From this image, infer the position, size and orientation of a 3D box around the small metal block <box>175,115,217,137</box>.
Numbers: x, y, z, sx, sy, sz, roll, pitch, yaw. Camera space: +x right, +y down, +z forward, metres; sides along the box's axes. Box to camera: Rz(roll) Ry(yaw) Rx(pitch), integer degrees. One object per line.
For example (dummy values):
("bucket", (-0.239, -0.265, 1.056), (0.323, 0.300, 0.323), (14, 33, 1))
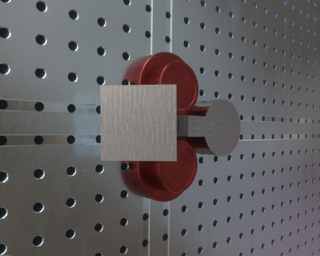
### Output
("small metal block", (0.036, -0.002, 0.394), (0.050, 0.050, 0.025), (2, 89, -40))

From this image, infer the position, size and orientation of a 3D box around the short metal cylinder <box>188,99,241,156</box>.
("short metal cylinder", (0.073, -0.001, 0.452), (0.081, 0.050, 0.080), (0, 90, -40))

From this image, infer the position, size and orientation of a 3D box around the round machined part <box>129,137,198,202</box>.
("round machined part", (0.011, 0.048, 0.408), (0.099, 0.042, 0.097), (0, 90, -40))

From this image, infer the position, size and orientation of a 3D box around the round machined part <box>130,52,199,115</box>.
("round machined part", (0.013, -0.052, 0.409), (0.099, 0.042, 0.097), (0, 90, -40))

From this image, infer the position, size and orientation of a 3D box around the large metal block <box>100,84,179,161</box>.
("large metal block", (-0.020, -0.006, 0.349), (0.050, 0.080, 0.080), (-6, 96, -85))
